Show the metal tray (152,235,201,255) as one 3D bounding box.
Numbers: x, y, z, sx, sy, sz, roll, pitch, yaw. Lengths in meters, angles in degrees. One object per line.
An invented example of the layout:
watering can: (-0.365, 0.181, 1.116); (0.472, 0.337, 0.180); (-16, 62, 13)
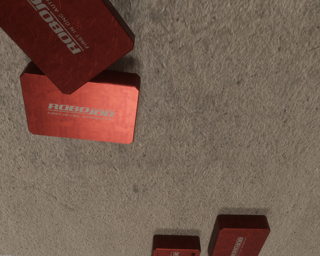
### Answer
metal tray: (0.028, 0.266, 0.631); (0.091, 0.030, 0.129); (3, 130, -3)

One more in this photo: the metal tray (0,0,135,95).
metal tray: (-0.096, -0.107, 0.291); (0.090, 0.030, 0.130); (-33, 115, 15)

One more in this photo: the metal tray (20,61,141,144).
metal tray: (-0.093, -0.028, 0.379); (0.131, 0.030, 0.089); (6, 130, -6)

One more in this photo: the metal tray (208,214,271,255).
metal tray: (0.146, 0.215, 0.589); (0.091, 0.030, 0.129); (2, 130, -2)
